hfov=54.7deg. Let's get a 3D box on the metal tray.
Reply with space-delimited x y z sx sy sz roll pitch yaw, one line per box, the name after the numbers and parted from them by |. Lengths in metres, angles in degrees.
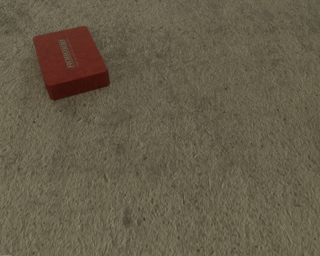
-0.141 -0.107 0.489 0.091 0.030 0.130 -18 52 -15 | metal tray
